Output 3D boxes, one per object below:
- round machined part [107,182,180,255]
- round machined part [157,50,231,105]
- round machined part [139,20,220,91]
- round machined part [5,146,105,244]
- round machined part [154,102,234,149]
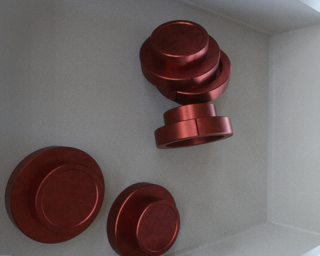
[{"bbox_3d":[-0.013,0.120,0.387,0.099,0.042,0.097,0,90,-40],"label":"round machined part"},{"bbox_3d":[0.041,-0.067,0.408,0.098,0.098,0.042,-51,156,-28],"label":"round machined part"},{"bbox_3d":[0.024,-0.094,0.377,0.098,0.098,0.042,-51,156,-28],"label":"round machined part"},{"bbox_3d":[-0.099,0.068,0.314,0.099,0.042,0.097,0,90,-40],"label":"round machined part"},{"bbox_3d":[0.041,-0.003,0.398,0.099,0.098,0.042,0,77,-40],"label":"round machined part"}]
